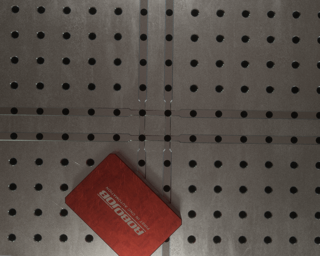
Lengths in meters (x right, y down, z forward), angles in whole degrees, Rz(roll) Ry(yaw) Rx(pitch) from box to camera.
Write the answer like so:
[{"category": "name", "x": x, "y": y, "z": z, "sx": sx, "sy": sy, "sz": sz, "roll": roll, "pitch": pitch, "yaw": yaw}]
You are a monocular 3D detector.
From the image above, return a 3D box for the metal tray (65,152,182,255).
[{"category": "metal tray", "x": -0.047, "y": 0.106, "z": 0.410, "sx": 0.130, "sy": 0.030, "sz": 0.090, "roll": 45, "pitch": 90, "yaw": -1}]
